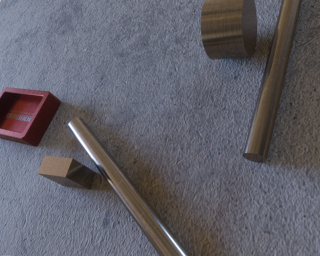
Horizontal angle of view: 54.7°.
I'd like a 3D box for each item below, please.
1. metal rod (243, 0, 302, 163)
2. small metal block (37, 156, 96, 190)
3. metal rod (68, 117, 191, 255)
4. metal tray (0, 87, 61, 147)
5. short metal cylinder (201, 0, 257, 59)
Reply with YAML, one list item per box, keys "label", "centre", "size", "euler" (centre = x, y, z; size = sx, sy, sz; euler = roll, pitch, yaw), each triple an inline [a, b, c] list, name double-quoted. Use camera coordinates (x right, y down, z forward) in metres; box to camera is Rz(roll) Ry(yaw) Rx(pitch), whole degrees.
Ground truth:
- label: "metal rod"
  centre: [0.150, -0.099, 0.385]
  size: [0.025, 0.025, 0.300]
  euler: [7, 65, 31]
- label: "small metal block"
  centre: [-0.124, 0.060, 0.414]
  size: [0.050, 0.050, 0.025]
  euler: [1, 63, 28]
- label: "metal rod"
  centre: [-0.042, 0.075, 0.378]
  size: [0.025, 0.025, 0.300]
  euler: [-44, 51, -3]
- label: "metal tray"
  centre: [-0.245, -0.023, 0.539]
  size: [0.130, 0.030, 0.090]
  euler: [8, 66, 31]
- label: "short metal cylinder"
  centre: [0.091, -0.131, 0.400]
  size: [0.050, 0.080, 0.080]
  euler: [3, 63, 29]
